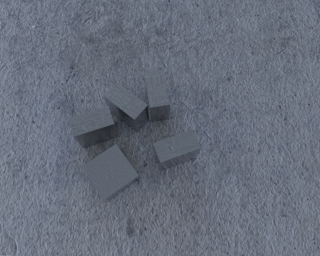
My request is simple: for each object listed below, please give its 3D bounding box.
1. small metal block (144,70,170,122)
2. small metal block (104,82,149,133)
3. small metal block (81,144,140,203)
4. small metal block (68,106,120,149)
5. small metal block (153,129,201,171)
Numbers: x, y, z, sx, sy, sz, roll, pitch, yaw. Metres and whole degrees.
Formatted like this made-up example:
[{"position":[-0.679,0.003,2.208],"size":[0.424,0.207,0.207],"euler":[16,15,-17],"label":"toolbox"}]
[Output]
[{"position":[-0.004,-0.041,0.410],"size":[0.025,0.050,0.050],"euler":[-9,70,-3],"label":"small metal block"},{"position":[-0.042,-0.025,0.404],"size":[0.050,0.050,0.025],"euler":[37,74,12],"label":"small metal block"},{"position":[-0.061,0.057,0.387],"size":[0.050,0.025,0.050],"euler":[-34,74,-12],"label":"small metal block"},{"position":[-0.082,0.000,0.394],"size":[0.050,0.050,0.025],"euler":[-18,71,-7],"label":"small metal block"},{"position":[0.020,0.029,0.384],"size":[0.050,0.050,0.025],"euler":[-19,71,-7],"label":"small metal block"}]
